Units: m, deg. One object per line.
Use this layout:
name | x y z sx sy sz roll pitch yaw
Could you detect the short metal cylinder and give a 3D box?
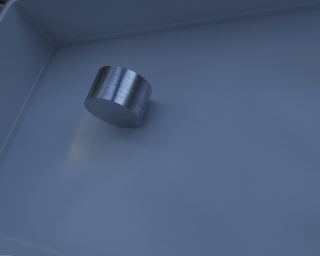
short metal cylinder | -0.056 -0.041 0.426 0.080 0.080 0.050 4 64 30
